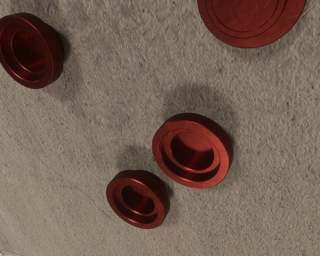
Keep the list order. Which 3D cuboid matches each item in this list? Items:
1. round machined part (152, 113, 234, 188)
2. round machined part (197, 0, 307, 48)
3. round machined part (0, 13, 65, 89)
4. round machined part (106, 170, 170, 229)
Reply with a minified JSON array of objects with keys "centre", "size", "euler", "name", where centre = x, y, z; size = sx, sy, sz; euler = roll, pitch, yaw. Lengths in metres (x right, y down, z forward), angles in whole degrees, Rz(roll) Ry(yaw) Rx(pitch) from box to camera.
[{"centre":[0.043,0.024,0.387],"size":[0.098,0.042,0.097],"euler":[13,124,20],"name":"round machined part"},{"centre":[0.080,-0.120,0.279],"size":[0.098,0.042,0.097],"euler":[13,124,20],"name":"round machined part"},{"centre":[-0.170,-0.105,0.418],"size":[0.098,0.042,0.097],"euler":[13,124,20],"name":"round machined part"},{"centre":[-0.029,0.103,0.474],"size":[0.098,0.042,0.097],"euler":[13,124,20],"name":"round machined part"}]
